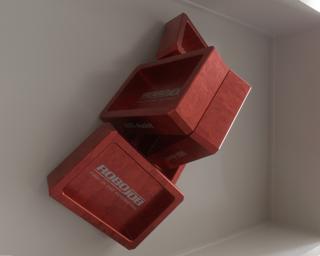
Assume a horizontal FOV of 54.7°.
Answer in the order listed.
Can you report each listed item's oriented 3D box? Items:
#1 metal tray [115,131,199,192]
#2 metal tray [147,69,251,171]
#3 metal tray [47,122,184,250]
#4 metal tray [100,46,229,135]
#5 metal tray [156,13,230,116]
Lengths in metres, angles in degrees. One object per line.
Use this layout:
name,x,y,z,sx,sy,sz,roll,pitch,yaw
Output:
metal tray,0.008,0.007,0.409,0.090,0.030,0.130,47,62,-30
metal tray,0.039,-0.003,0.355,0.030,0.130,0.090,37,65,-9
metal tray,-0.044,0.068,0.343,0.090,0.030,0.130,-45,120,-4
metal tray,0.000,-0.037,0.336,0.030,0.130,0.090,48,62,-29
metal tray,0.052,-0.081,0.424,0.130,0.030,0.090,46,37,-30
